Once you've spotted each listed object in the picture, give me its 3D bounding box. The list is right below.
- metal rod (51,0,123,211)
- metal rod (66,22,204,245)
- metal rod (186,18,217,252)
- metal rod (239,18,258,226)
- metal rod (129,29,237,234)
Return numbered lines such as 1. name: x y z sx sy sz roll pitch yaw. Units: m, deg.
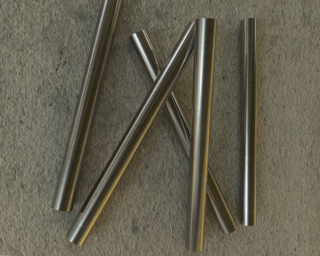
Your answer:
1. metal rod: -0.083 -0.050 0.378 0.025 0.025 0.299 14 85 -20
2. metal rod: -0.028 0.004 0.380 0.025 0.025 0.299 31 87 -18
3. metal rod: 0.051 0.018 0.394 0.025 0.025 0.298 -3 104 -20
4. metal rod: 0.130 -0.009 0.456 0.025 0.025 0.298 0 90 -20
5. metal rod: 0.035 0.012 0.421 0.025 0.025 0.299 -29 100 -18
